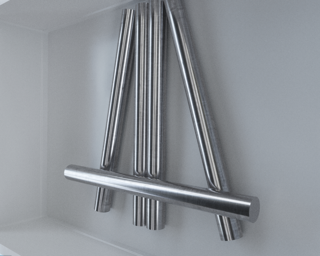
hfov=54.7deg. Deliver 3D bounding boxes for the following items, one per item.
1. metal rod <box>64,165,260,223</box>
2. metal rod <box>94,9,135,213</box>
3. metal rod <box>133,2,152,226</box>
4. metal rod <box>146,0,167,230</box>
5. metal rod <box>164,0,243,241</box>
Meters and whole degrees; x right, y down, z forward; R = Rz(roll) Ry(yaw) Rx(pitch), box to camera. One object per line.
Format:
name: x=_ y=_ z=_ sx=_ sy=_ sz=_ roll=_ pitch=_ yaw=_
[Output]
metal rod: x=-0.025 y=0.074 z=0.392 sx=0.300 sy=0.025 sz=0.025 roll=2 pitch=91 yaw=40
metal rod: x=-0.065 y=-0.020 z=0.460 sx=0.025 sy=0.025 sz=0.298 roll=16 pitch=100 yaw=39
metal rod: x=-0.023 y=-0.018 z=0.425 sx=0.025 sy=0.025 sz=0.298 roll=1 pitch=91 yaw=40
metal rod: x=-0.004 y=-0.018 z=0.409 sx=0.025 sy=0.025 sz=0.298 roll=1 pitch=91 yaw=40
metal rod: x=0.048 y=-0.023 z=0.366 sx=0.025 sy=0.025 sz=0.299 roll=-20 pitch=77 yaw=38
